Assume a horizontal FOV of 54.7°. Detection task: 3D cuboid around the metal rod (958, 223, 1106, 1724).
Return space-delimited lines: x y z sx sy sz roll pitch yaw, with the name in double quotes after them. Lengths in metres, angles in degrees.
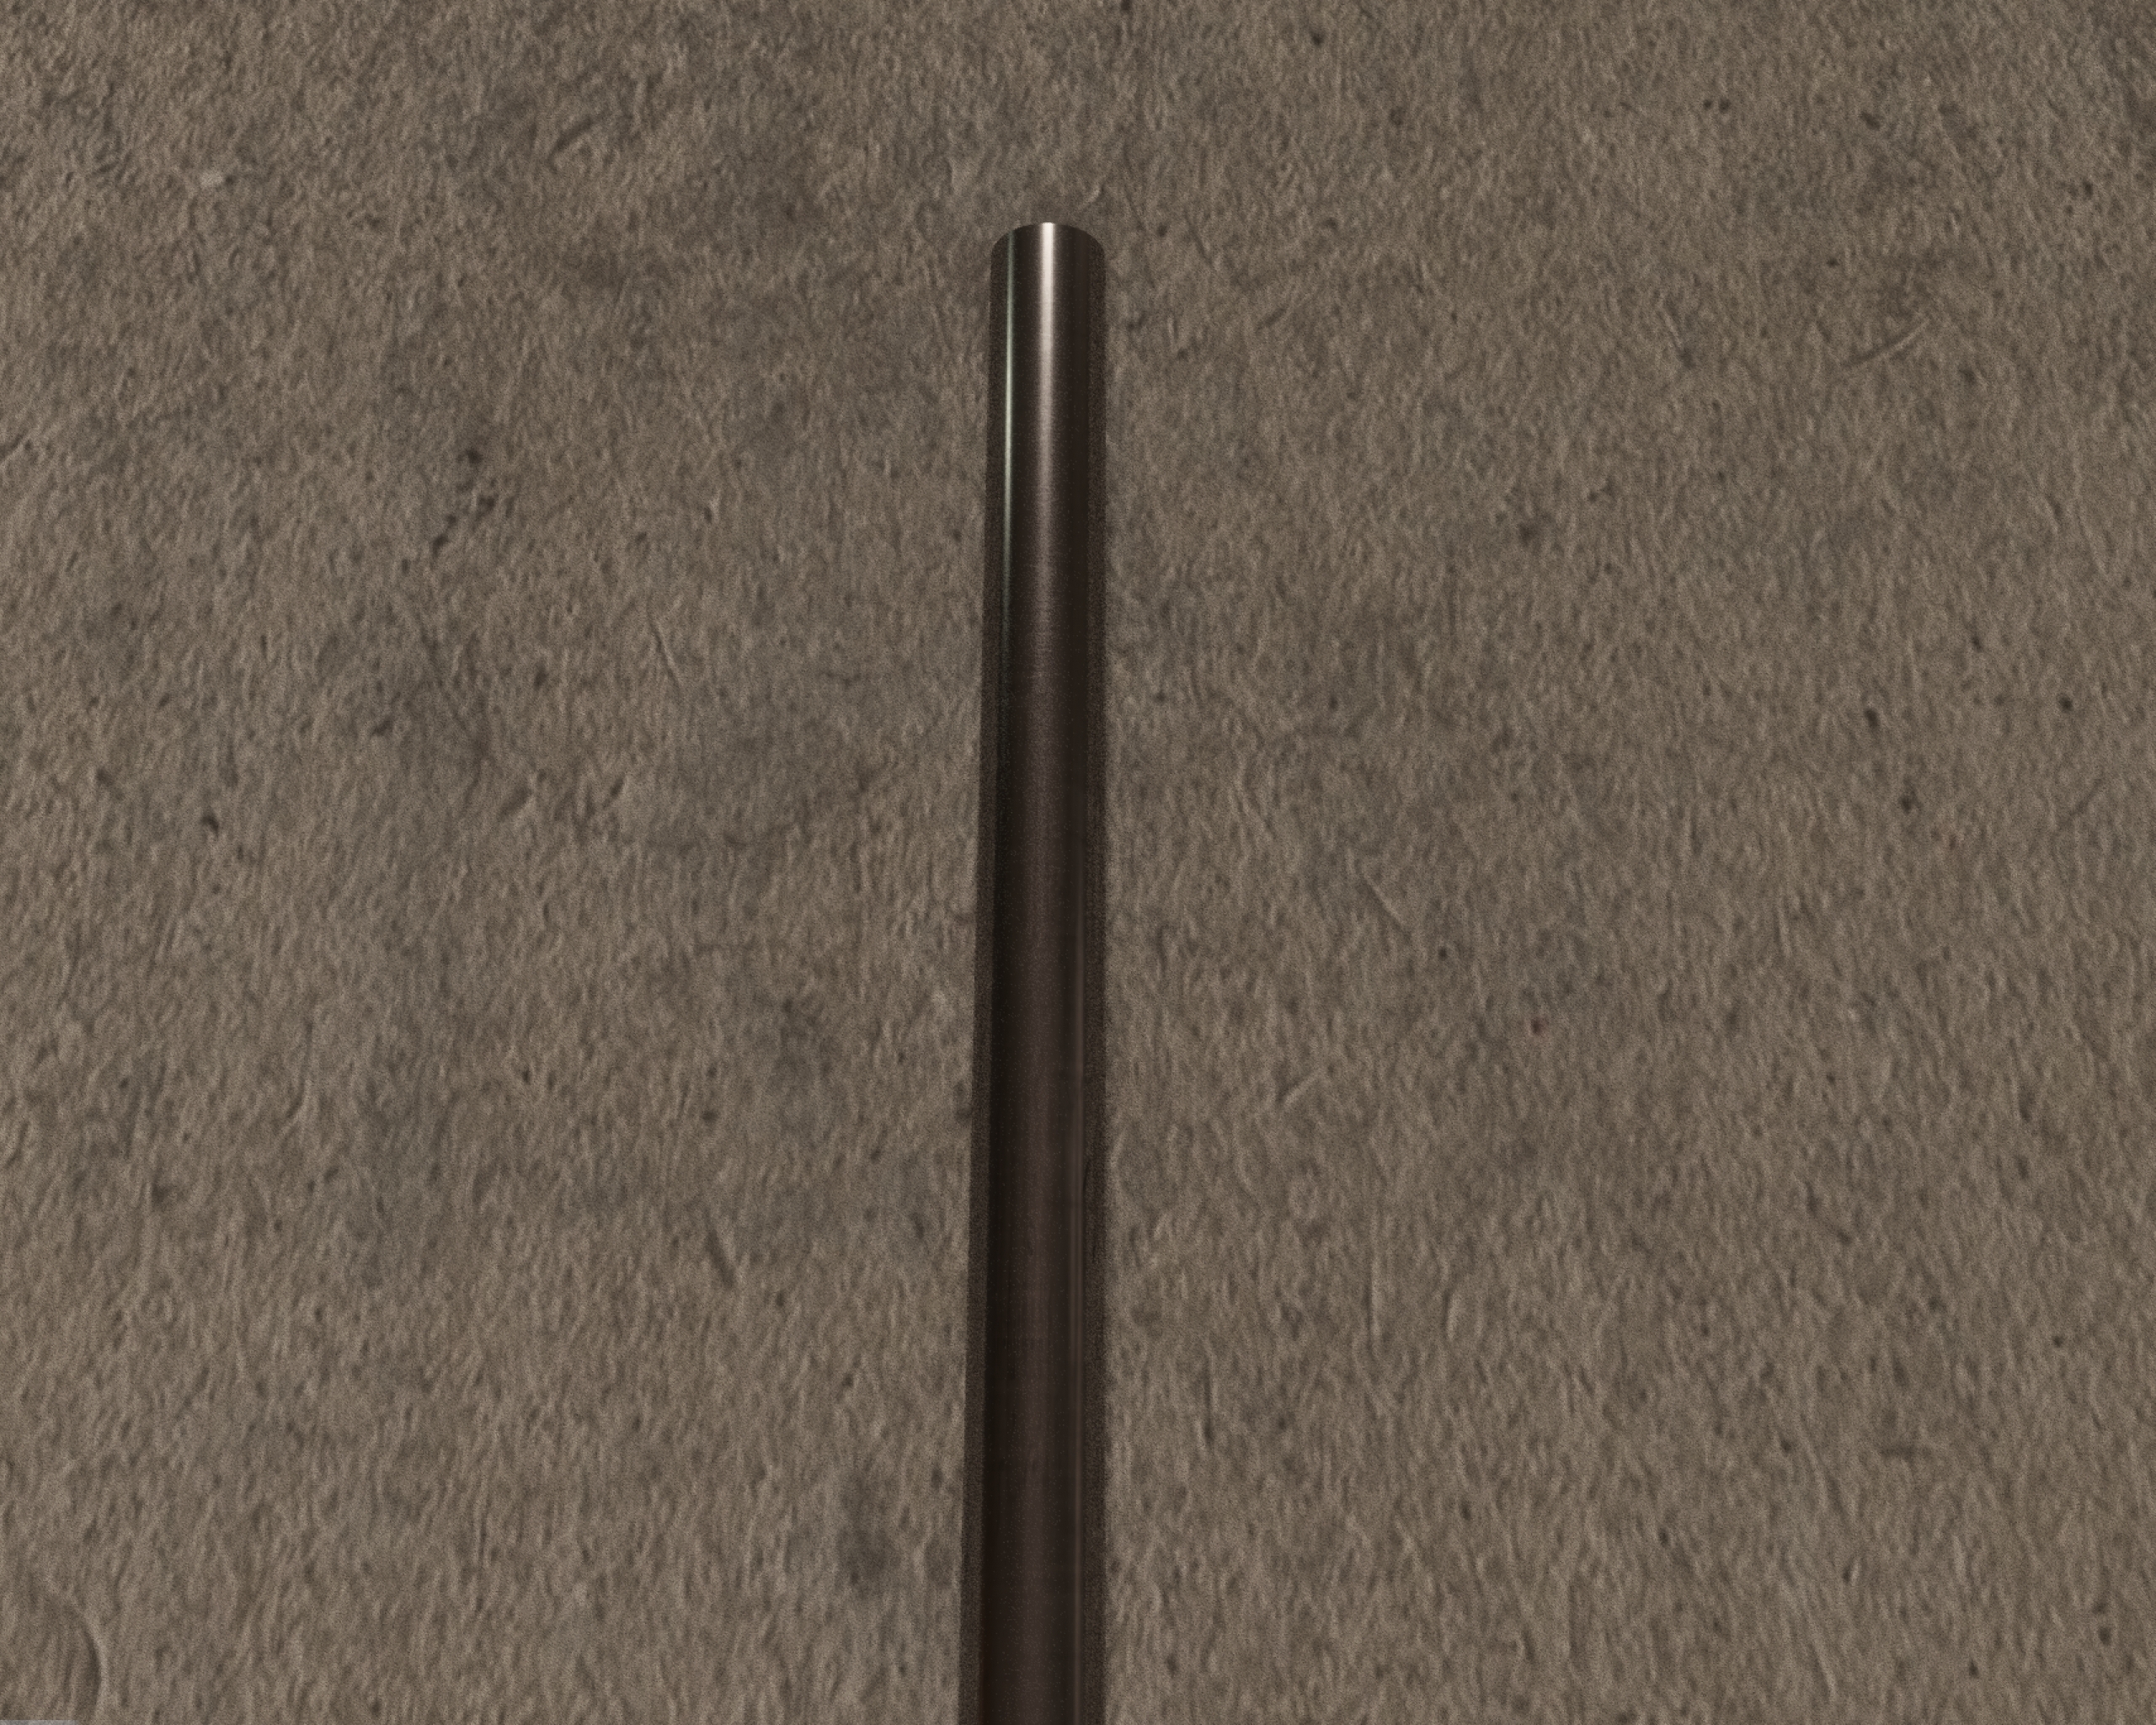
-0.007 0.008 0.406 0.025 0.025 0.299 0 70 0 "metal rod"
